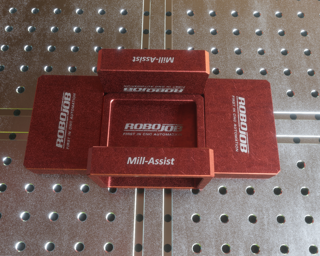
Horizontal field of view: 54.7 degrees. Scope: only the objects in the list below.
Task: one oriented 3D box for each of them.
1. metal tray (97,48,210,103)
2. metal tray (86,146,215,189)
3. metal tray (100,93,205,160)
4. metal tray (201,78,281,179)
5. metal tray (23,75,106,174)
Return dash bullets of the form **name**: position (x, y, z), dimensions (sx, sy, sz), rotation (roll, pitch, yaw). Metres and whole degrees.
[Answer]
- **metal tray**: position (-0.008, -0.064, 0.400), dimensions (0.131, 0.090, 0.030), rotation (1, 70, 0)
- **metal tray**: position (-0.010, 0.049, 0.358), dimensions (0.131, 0.090, 0.030), rotation (1, 70, 0)
- **metal tray**: position (-0.009, 0.001, 0.406), dimensions (0.131, 0.030, 0.090), rotation (1, 70, 0)
- **metal tray**: position (0.102, -0.001, 0.409), dimensions (0.091, 0.030, 0.130), rotation (1, 70, -1)
- **metal tray**: position (-0.120, -0.006, 0.409), dimensions (0.091, 0.030, 0.130), rotation (1, 70, 0)
